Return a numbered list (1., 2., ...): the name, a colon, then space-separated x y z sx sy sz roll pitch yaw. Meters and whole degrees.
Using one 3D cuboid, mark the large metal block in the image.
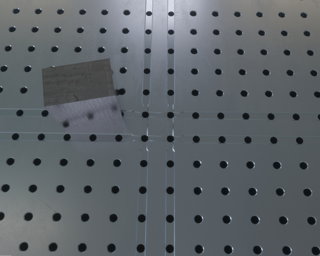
1. large metal block: -0.095 -0.040 0.397 0.080 0.080 0.050 -10 71 -4
